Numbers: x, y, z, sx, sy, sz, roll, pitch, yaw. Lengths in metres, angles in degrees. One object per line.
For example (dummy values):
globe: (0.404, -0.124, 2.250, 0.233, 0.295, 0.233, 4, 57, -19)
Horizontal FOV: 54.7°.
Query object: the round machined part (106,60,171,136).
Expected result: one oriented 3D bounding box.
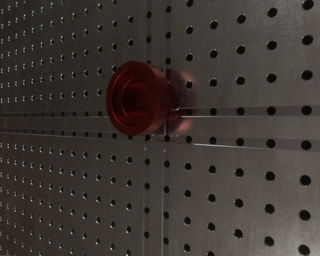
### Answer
round machined part: (-0.024, -0.039, 0.416, 0.098, 0.042, 0.097, 0, 90, 39)
